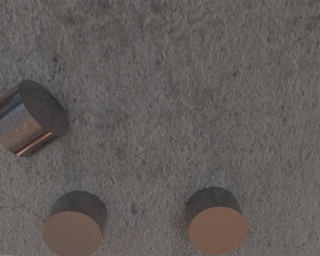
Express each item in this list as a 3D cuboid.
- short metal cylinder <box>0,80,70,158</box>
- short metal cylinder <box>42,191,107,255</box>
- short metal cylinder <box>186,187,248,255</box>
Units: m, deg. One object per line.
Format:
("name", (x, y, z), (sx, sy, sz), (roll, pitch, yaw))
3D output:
("short metal cylinder", (-0.157, -0.011, 0.374), (0.050, 0.080, 0.080), (-33, 107, 11))
("short metal cylinder", (-0.120, 0.138, 0.446), (0.081, 0.050, 0.079), (0, 110, -1))
("short metal cylinder", (0.079, 0.133, 0.447), (0.081, 0.050, 0.079), (0, 110, -1))
